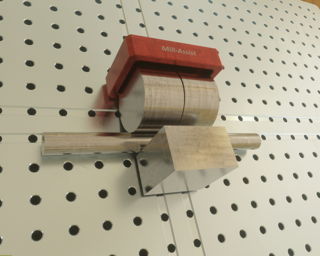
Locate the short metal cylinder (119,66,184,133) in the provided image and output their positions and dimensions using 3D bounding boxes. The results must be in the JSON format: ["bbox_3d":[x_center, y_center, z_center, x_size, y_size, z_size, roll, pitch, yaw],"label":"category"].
[{"bbox_3d":[-0.013,-0.034,0.383,0.050,0.080,0.080,1,62,-28],"label":"short metal cylinder"}]

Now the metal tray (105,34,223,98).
[{"bbox_3d":[0.005,-0.072,0.408,0.131,0.090,0.030,1,62,-28],"label":"metal tray"}]

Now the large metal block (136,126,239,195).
[{"bbox_3d":[0.028,0.038,0.359,0.081,0.080,0.050,1,62,-28],"label":"large metal block"}]

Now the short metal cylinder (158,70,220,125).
[{"bbox_3d":[0.033,-0.034,0.408,0.050,0.080,0.080,2,61,-28],"label":"short metal cylinder"}]

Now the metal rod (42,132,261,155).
[{"bbox_3d":[0.010,0.018,0.397,0.303,0.025,0.025,1,62,-28],"label":"metal rod"}]
